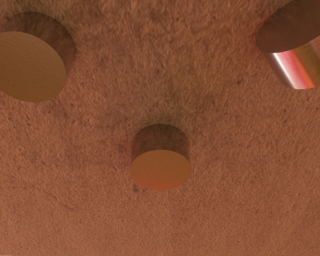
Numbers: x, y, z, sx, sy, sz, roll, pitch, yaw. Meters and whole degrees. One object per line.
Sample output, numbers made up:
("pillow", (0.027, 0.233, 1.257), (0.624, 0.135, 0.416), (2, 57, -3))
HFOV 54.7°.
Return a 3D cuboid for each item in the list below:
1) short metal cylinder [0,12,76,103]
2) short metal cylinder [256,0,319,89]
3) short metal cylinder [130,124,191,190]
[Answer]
("short metal cylinder", (-0.134, -0.074, 0.326), (0.081, 0.050, 0.079), (0, 130, 0))
("short metal cylinder", (0.143, -0.085, 0.301), (0.080, 0.080, 0.050), (-31, 124, 23))
("short metal cylinder", (0.001, 0.041, 0.426), (0.081, 0.050, 0.079), (-1, 130, 0))
